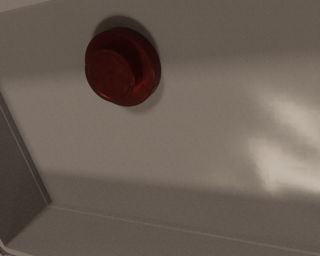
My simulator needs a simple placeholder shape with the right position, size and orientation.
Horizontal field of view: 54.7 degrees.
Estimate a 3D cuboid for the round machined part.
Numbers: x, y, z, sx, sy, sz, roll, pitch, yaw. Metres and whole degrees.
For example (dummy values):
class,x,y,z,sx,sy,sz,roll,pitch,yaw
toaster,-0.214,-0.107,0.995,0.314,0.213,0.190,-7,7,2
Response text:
class,x,y,z,sx,sy,sz,roll,pitch,yaw
round machined part,-0.052,-0.070,0.380,0.098,0.042,0.097,13,124,20
